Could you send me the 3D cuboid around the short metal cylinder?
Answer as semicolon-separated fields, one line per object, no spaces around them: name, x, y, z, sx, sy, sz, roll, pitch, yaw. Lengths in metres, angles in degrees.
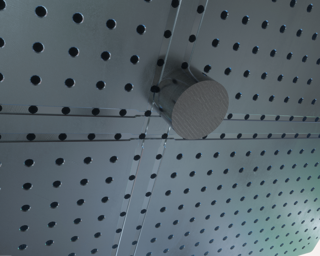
short metal cylinder;0.040;-0.032;0.396;0.081;0.050;0.080;-14;124;-21
